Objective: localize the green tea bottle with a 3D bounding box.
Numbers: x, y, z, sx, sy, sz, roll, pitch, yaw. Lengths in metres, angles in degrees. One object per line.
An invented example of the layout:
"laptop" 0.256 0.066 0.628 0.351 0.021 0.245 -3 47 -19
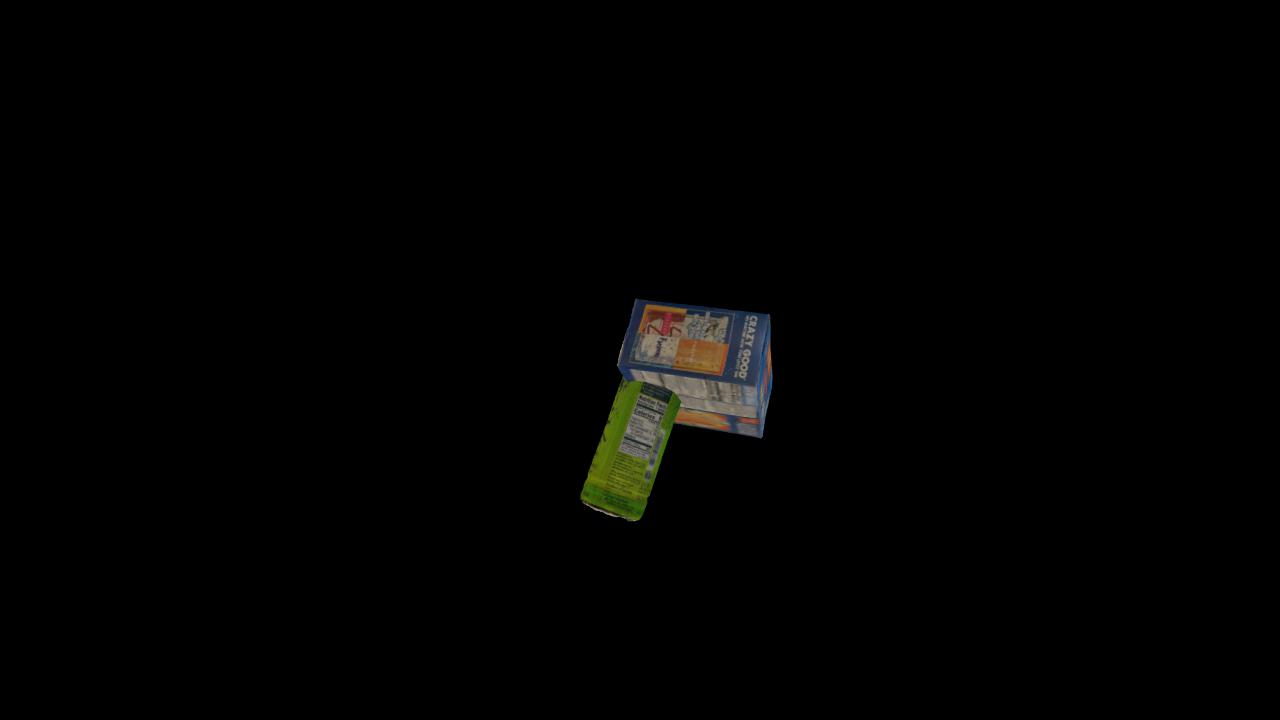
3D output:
"green tea bottle" 0.004 0.060 0.652 0.073 0.212 0.073 21 -8 3

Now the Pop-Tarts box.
"Pop-Tarts box" 0.068 0.013 0.672 0.141 0.083 0.167 8 -21 17
